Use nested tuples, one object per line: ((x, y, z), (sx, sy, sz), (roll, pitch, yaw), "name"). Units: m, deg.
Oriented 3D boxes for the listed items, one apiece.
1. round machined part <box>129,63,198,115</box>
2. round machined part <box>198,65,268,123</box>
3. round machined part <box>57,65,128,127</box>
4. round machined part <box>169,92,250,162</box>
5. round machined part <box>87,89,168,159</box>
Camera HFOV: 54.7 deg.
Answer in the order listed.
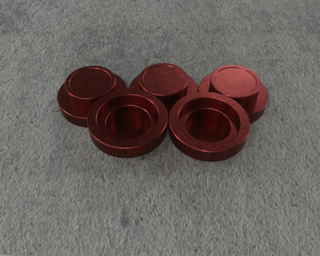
((0.005, -0.055, 0.440), (0.099, 0.042, 0.098), (0, 50, 0), "round machined part")
((0.104, -0.052, 0.439), (0.099, 0.042, 0.098), (0, 50, 0), "round machined part")
((-0.094, -0.051, 0.435), (0.099, 0.042, 0.098), (0, 50, 0), "round machined part")
((0.060, 0.003, 0.392), (0.099, 0.042, 0.098), (0, 50, 0), "round machined part")
((-0.039, -0.001, 0.394), (0.099, 0.042, 0.098), (0, 50, 0), "round machined part")
